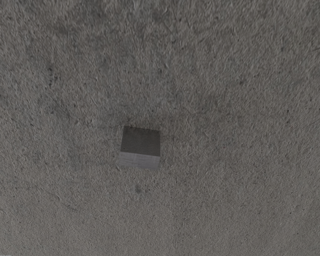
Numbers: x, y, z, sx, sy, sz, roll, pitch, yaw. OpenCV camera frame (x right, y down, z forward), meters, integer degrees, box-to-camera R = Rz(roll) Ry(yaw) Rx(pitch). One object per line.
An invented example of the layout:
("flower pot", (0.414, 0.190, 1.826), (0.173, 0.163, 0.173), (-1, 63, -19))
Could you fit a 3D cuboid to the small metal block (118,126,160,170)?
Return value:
("small metal block", (-0.026, 0.026, 0.412), (0.050, 0.050, 0.025), (8, 130, -7))
